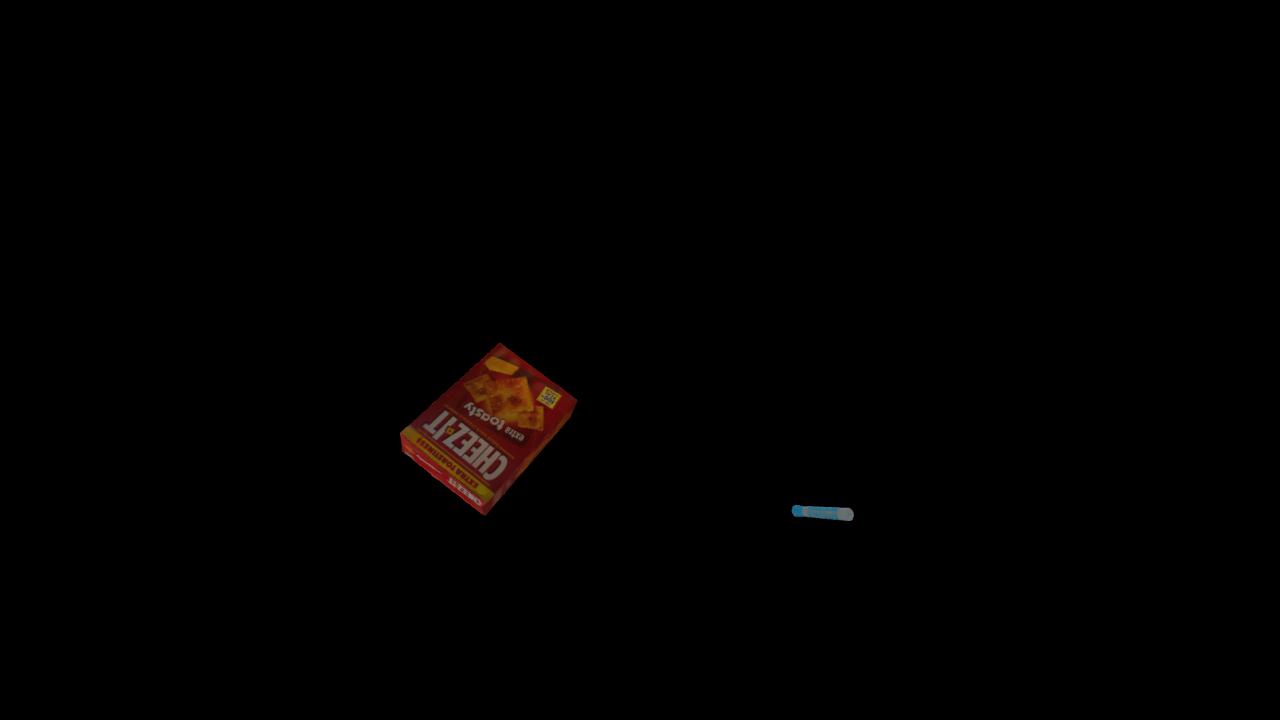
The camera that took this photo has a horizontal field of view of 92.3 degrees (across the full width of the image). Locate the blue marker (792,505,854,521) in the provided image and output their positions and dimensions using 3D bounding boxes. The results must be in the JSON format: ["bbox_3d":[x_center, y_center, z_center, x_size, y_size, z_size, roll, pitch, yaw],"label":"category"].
[{"bbox_3d":[0.278,0.235,0.948,0.020,0.020,0.121,0,-10,-28],"label":"blue marker"}]

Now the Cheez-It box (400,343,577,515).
[{"bbox_3d":[-0.230,0.100,0.955,0.166,0.223,0.071,36,-35,7],"label":"Cheez-It box"}]
